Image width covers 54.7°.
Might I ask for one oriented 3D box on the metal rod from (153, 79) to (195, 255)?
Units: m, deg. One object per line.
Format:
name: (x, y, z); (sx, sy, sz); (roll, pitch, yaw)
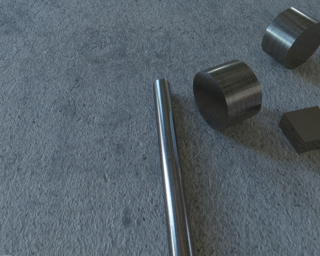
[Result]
metal rod: (0.014, 0.052, 0.359); (0.025, 0.025, 0.300); (-3, 50, -3)

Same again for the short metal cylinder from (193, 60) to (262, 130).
short metal cylinder: (0.086, -0.043, 0.404); (0.050, 0.080, 0.080); (-22, 54, -17)

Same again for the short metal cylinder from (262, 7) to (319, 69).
short metal cylinder: (0.209, -0.140, 0.486); (0.081, 0.080, 0.050); (-25, 55, -20)

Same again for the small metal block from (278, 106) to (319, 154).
small metal block: (0.193, 0.002, 0.403); (0.050, 0.025, 0.050); (-12, 51, -10)
